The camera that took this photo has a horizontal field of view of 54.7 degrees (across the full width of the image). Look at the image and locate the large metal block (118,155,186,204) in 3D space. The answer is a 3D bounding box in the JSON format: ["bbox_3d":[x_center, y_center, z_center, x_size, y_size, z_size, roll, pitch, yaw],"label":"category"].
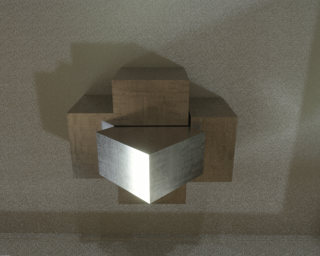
[{"bbox_3d":[-0.009,0.054,0.401,0.081,0.080,0.050,0,110,0],"label":"large metal block"}]

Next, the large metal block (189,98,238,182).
[{"bbox_3d":[0.058,0.012,0.383,0.050,0.080,0.079,0,110,-1],"label":"large metal block"}]

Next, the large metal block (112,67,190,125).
[{"bbox_3d":[-0.010,-0.040,0.366,0.081,0.080,0.050,0,110,0],"label":"large metal block"}]

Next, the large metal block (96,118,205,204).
[{"bbox_3d":[-0.010,0.027,0.330,0.081,0.080,0.050,-19,117,-42],"label":"large metal block"}]

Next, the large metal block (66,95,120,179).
[{"bbox_3d":[-0.075,0.008,0.383,0.050,0.080,0.079,0,110,0],"label":"large metal block"}]
